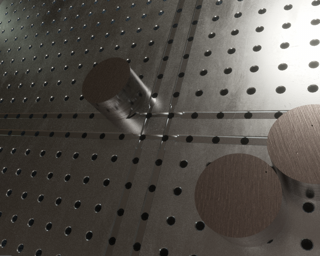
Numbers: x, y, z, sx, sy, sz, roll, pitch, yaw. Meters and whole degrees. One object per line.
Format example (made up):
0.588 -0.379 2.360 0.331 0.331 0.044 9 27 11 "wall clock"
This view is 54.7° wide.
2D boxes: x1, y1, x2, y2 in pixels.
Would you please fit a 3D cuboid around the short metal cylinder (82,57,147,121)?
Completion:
-0.067 -0.058 0.461 0.080 0.050 0.080 -13 56 21 "short metal cylinder"

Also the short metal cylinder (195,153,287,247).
0.081 0.072 0.306 0.080 0.050 0.080 -13 56 20 "short metal cylinder"

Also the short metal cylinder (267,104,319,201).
0.149 0.024 0.299 0.080 0.050 0.080 -13 56 20 "short metal cylinder"
